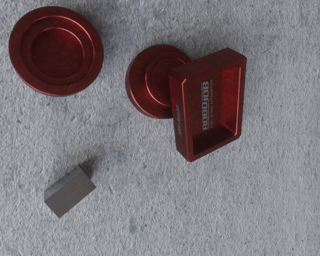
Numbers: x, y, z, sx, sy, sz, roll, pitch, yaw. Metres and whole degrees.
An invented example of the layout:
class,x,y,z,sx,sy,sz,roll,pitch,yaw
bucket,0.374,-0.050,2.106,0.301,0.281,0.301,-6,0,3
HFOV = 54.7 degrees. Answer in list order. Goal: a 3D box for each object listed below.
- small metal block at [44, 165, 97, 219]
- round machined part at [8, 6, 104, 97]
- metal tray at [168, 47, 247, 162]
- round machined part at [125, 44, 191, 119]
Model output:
class,x,y,z,sx,sy,sz,roll,pitch,yaw
small metal block,-0.105,0.071,0.358,0.050,0.050,0.025,-40,103,-16
round machined part,-0.118,-0.084,0.357,0.099,0.042,0.097,0,90,-21
metal tray,0.062,-0.026,0.394,0.091,0.030,0.129,-24,132,-19
round machined part,0.008,-0.061,0.404,0.099,0.042,0.097,0,90,-20
